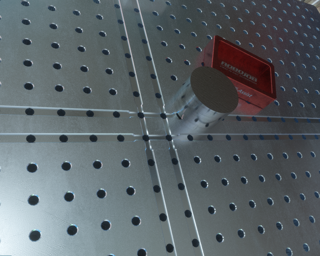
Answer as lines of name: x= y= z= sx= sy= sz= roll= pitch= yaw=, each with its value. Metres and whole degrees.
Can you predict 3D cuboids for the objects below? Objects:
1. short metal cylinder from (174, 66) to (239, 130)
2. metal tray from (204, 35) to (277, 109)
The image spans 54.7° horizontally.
short metal cylinder: x=0.067 y=-0.044 z=0.457 sx=0.081 sy=0.050 sz=0.080 roll=14 pitch=56 yaw=-21
metal tray: x=0.141 y=-0.098 z=0.542 sx=0.131 sy=0.030 sz=0.090 roll=22 pitch=53 yaw=-15
